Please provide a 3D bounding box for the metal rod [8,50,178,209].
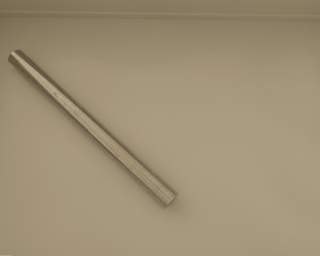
[{"bbox_3d":[-0.096,-0.006,0.411,0.300,0.025,0.025,41,75,13],"label":"metal rod"}]
